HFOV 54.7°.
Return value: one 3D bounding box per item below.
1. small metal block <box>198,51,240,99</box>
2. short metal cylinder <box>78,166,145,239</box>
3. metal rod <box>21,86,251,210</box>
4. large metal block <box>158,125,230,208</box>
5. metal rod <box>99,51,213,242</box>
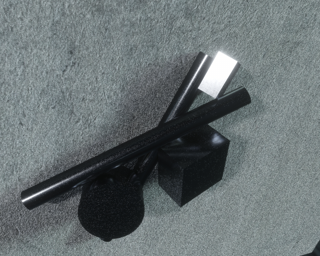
[{"bbox_3d":[0.077,-0.066,0.393,0.050,0.025,0.050,-61,167,15],"label":"small metal block"},{"bbox_3d":[-0.062,0.094,0.400,0.081,0.050,0.079,-2,110,-6],"label":"short metal cylinder"},{"bbox_3d":[-0.026,0.023,0.386,0.301,0.025,0.025,-26,128,-4],"label":"metal rod"},{"bbox_3d":[0.045,0.049,0.428,0.081,0.050,0.079,-27,138,-27],"label":"large metal block"},{"bbox_3d":[-0.011,0.036,0.424,0.025,0.025,0.298,19,109,-36],"label":"metal rod"}]
